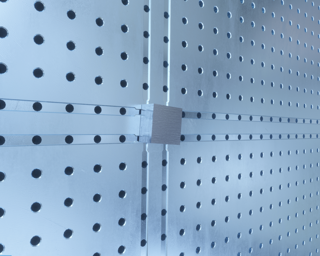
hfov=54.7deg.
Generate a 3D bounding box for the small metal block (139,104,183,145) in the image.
[{"bbox_3d":[0.002,-0.004,0.412,0.050,0.025,0.050,6,86,-40],"label":"small metal block"}]
